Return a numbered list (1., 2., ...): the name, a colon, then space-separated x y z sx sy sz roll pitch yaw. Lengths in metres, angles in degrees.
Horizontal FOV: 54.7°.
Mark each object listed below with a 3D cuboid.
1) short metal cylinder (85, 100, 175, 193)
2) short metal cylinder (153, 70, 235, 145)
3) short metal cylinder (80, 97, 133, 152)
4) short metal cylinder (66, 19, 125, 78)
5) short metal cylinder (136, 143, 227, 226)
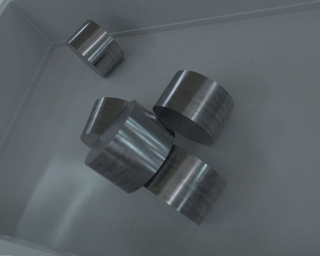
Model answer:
1. short metal cylinder: -0.030 0.018 0.313 0.080 0.050 0.080 -46 16 18
2. short metal cylinder: 0.039 -0.023 0.363 0.080 0.080 0.050 23 74 36
3. short metal cylinder: -0.054 0.003 0.395 0.080 0.080 0.050 3 63 29
4. short metal cylinder: -0.104 -0.127 0.501 0.050 0.080 0.080 -48 52 -5
5. short metal cylinder: 0.021 0.057 0.323 0.080 0.080 0.050 28 77 37
